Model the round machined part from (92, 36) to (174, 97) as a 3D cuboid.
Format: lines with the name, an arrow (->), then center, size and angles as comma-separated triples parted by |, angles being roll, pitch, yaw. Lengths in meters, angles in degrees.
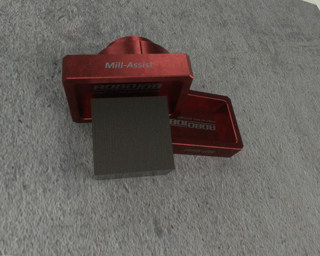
round machined part -> -0.032, -0.071, 0.372 | 0.099, 0.097, 0.042 | 6, 59, -26

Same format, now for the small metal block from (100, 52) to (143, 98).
small metal block -> -0.053, -0.071, 0.422 | 0.050, 0.025, 0.050 | 6, 59, -25

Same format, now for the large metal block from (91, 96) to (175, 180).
large metal block -> -0.032, 0.012, 0.342 | 0.081, 0.050, 0.080 | -3, 75, -10

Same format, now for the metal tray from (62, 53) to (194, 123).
metal tray -> -0.036, -0.042, 0.349 | 0.131, 0.090, 0.030 | -3, 63, -9

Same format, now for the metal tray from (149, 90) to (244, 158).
metal tray -> 0.048, -0.008, 0.435 | 0.131, 0.030, 0.090 | 6, 59, -25
